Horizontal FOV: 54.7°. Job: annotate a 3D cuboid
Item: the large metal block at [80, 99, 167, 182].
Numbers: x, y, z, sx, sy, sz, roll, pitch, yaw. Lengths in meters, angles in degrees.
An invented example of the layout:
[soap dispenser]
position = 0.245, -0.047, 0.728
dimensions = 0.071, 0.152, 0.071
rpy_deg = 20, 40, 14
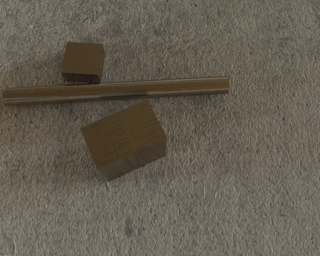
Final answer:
[large metal block]
position = -0.040, 0.018, 0.372
dimensions = 0.080, 0.080, 0.050
rpy_deg = -24, 72, -9

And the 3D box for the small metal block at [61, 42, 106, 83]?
[small metal block]
position = -0.108, -0.093, 0.441
dimensions = 0.050, 0.025, 0.050
rpy_deg = 4, 70, 1

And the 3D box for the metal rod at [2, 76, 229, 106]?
[metal rod]
position = -0.057, -0.051, 0.425
dimensions = 0.302, 0.025, 0.025
rpy_deg = -3, 70, -2
